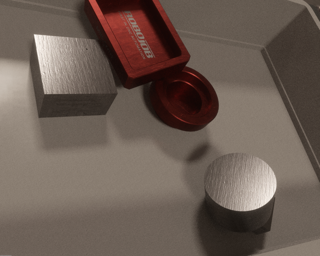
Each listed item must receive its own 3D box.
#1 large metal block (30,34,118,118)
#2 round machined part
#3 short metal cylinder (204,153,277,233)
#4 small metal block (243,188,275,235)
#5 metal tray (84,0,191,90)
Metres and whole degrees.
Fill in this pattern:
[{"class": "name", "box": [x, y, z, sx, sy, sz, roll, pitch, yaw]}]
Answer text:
[{"class": "large metal block", "box": [-0.105, -0.061, 0.371, 0.081, 0.050, 0.080, -4, 64, -30]}, {"class": "round machined part", "box": [0.030, -0.038, 0.435, 0.099, 0.042, 0.098, 14, 56, -21]}, {"class": "short metal cylinder", "box": [0.095, 0.076, 0.372, 0.080, 0.050, 0.080, -6, 45, 6]}, {"class": "small metal block", "box": [0.121, 0.104, 0.409, 0.050, 0.025, 0.050, 33, 51, -7]}, {"class": "metal tray", "box": [-0.030, -0.123, 0.402, 0.091, 0.030, 0.130, -23, 79, -23]}]
